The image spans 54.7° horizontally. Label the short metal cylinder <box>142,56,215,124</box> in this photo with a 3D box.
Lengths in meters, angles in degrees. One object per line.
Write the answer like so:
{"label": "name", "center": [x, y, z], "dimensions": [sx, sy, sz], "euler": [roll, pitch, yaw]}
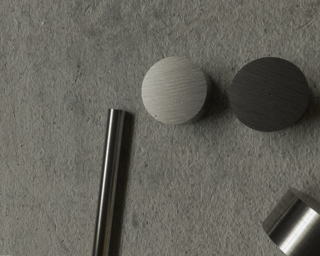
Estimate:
{"label": "short metal cylinder", "center": [0.024, -0.044, 0.387], "dimensions": [0.080, 0.050, 0.079], "euler": [0, 90, 20]}

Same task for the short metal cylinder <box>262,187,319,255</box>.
{"label": "short metal cylinder", "center": [0.157, 0.107, 0.324], "dimensions": [0.080, 0.080, 0.050], "euler": [36, 102, 16]}

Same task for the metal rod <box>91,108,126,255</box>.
{"label": "metal rod", "center": [-0.077, 0.122, 0.436], "dimensions": [0.025, 0.025, 0.298], "euler": [8, 93, 20]}

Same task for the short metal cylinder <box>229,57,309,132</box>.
{"label": "short metal cylinder", "center": [0.123, -0.036, 0.352], "dimensions": [0.080, 0.050, 0.079], "euler": [0, 90, 20]}
